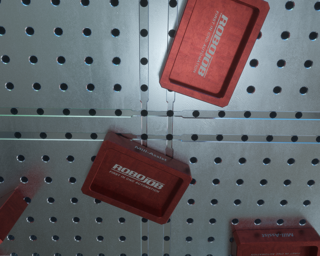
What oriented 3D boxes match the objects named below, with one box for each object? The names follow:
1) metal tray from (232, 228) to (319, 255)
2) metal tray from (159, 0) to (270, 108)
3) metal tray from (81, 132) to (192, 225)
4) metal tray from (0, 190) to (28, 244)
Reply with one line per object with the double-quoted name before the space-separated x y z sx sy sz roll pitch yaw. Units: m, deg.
"metal tray" 0.181 0.205 0.487 0.131 0.030 0.089 -2 110 0
"metal tray" 0.061 -0.100 0.374 0.090 0.030 0.129 18 109 -7
"metal tray" -0.032 0.072 0.436 0.131 0.030 0.090 24 108 -9
"metal tray" -0.259 0.148 0.431 0.130 0.090 0.030 -30 107 10
